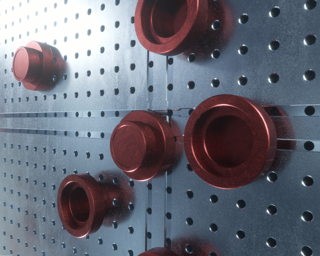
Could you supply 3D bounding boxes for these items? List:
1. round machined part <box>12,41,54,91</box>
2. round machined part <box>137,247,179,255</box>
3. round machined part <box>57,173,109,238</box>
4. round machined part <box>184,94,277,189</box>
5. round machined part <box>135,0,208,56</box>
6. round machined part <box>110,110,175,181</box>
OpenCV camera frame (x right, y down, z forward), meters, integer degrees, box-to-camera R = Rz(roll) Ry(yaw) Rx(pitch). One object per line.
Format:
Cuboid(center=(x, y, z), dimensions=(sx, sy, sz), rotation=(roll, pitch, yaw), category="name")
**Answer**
Cuboid(center=(-0.255, -0.123, 0.611), dimensions=(0.098, 0.042, 0.097), rotation=(0, 90, 40), category="round machined part")
Cuboid(center=(0.009, 0.200, 0.392), dimensions=(0.098, 0.042, 0.097), rotation=(0, 90, 40), category="round machined part")
Cuboid(center=(-0.120, 0.121, 0.499), dimensions=(0.098, 0.042, 0.097), rotation=(0, 90, 40), category="round machined part")
Cuboid(center=(0.078, 0.014, 0.335), dimensions=(0.098, 0.042, 0.097), rotation=(0, 90, 40), category="round machined part")
Cuboid(center=(0.018, -0.138, 0.385), dimensions=(0.098, 0.042, 0.097), rotation=(0, 90, 40), category="round machined part")
Cuboid(center=(-0.031, 0.024, 0.425), dimensions=(0.098, 0.042, 0.097), rotation=(0, 90, 40), category="round machined part")
